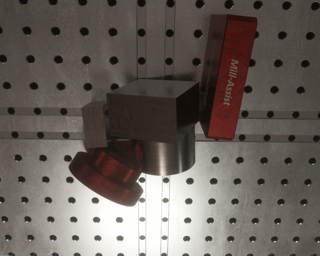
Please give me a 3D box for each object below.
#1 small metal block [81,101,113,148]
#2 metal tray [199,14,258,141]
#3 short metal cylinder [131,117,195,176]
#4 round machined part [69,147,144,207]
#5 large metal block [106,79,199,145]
[{"bbox_3d":[-0.078,-0.006,0.394,0.025,0.050,0.050,-4,103,1],"label":"small metal block"},{"bbox_3d":[0.072,-0.061,0.357,0.030,0.090,0.129,6,110,-3],"label":"metal tray"},{"bbox_3d":[0.004,0.019,0.391,0.081,0.080,0.050,-3,110,0],"label":"short metal cylinder"},{"bbox_3d":[-0.062,0.055,0.397,0.098,0.098,0.042,32,89,-12],"label":"round machined part"},{"bbox_3d":[-0.004,-0.023,0.362,0.080,0.080,0.050,6,112,22],"label":"large metal block"}]
